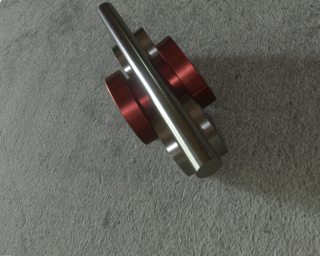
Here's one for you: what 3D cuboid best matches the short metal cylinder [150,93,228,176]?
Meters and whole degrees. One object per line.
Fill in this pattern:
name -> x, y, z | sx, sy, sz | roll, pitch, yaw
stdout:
short metal cylinder -> 0.032, 0.007, 0.347 | 0.050, 0.080, 0.080 | -34, 52, 6

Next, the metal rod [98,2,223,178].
metal rod -> -0.018, -0.067, 0.353 | 0.025, 0.025, 0.300 | -34, 52, 5

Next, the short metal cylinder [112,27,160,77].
short metal cylinder -> -0.024, -0.094, 0.438 | 0.050, 0.080, 0.080 | -34, 52, 6

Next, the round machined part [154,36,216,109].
round machined part -> 0.024, -0.062, 0.383 | 0.042, 0.098, 0.098 | -37, 51, 9

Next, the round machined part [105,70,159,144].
round machined part -> -0.024, -0.031, 0.387 | 0.042, 0.098, 0.098 | -32, 52, 3
